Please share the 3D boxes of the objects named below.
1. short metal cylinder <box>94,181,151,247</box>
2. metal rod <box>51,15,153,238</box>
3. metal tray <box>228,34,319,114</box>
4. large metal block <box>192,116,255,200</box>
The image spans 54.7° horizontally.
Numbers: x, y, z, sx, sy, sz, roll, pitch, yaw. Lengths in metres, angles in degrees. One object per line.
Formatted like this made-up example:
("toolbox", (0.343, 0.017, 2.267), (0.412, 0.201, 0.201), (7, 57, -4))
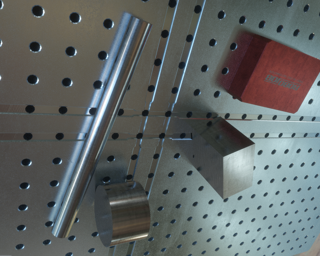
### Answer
("short metal cylinder", (-0.053, 0.114, 0.419), (0.050, 0.080, 0.079), (-3, 120, -28))
("metal rod", (-0.078, 0.013, 0.378), (0.025, 0.025, 0.298), (12, 112, -34))
("metal tray", (0.174, -0.075, 0.459), (0.131, 0.030, 0.089), (8, 114, -32))
("large metal block", (0.091, 0.042, 0.453), (0.050, 0.080, 0.079), (-20, 127, -17))
